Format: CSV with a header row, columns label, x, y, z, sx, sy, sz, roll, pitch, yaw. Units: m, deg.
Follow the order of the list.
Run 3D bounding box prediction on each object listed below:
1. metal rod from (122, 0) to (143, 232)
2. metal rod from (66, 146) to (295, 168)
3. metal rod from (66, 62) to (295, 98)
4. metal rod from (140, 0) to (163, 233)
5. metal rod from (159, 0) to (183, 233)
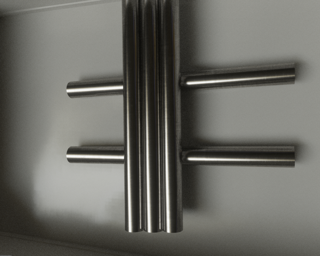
label,x,y,z,sx,sy,sz,roll,pitch,yaw
metal rod,-0.034,-0.021,0.394,0.025,0.025,0.298,-1,90,20
metal rod,0.012,0.036,0.405,0.301,0.025,0.025,-1,90,19
metal rod,0.012,-0.059,0.405,0.301,0.025,0.025,-1,90,19
metal rod,-0.010,-0.023,0.385,0.025,0.025,0.298,-1,90,20
metal rod,0.013,-0.026,0.377,0.025,0.025,0.298,-1,90,20
